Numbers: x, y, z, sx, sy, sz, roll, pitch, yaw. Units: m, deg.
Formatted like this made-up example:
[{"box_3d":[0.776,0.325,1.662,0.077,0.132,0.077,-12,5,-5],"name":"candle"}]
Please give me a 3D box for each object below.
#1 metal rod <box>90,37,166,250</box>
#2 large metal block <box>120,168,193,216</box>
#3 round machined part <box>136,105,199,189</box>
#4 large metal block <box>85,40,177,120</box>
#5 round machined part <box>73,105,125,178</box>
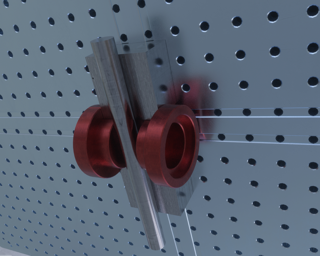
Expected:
[{"box_3d":[-0.032,0.039,0.387,0.025,0.025,0.298,2,120,27],"name":"metal rod"},{"box_3d":[-0.004,0.072,0.441,0.080,0.050,0.079,3,120,27],"name":"large metal block"},{"box_3d":[0.008,0.020,0.372,0.042,0.099,0.097,5,121,32],"name":"round machined part"},{"box_3d":[-0.033,-0.057,0.376,0.080,0.050,0.079,2,120,27],"name":"large metal block"},{"box_3d":[-0.064,0.017,0.408,0.042,0.098,0.097,2,119,27],"name":"round machined part"}]
